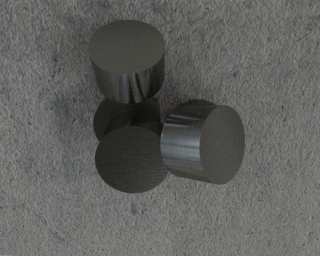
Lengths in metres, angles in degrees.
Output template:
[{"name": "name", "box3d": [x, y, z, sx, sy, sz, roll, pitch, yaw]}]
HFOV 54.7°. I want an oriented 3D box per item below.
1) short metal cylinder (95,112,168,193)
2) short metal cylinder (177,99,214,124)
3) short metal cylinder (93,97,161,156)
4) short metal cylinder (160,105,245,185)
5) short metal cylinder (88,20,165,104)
[{"name": "short metal cylinder", "box3d": [-0.029, 0.027, 0.353, 0.081, 0.050, 0.079, 0, 110, -1]}, {"name": "short metal cylinder", "box3d": [0.051, 0.008, 0.401, 0.081, 0.050, 0.079, 0, 110, -1]}, {"name": "short metal cylinder", "box3d": [-0.039, -0.011, 0.393, 0.081, 0.050, 0.079, 0, 110, -1]}, {"name": "short metal cylinder", "box3d": [0.047, 0.016, 0.327, 0.050, 0.081, 0.080, 3, 118, 45]}, {"name": "short metal cylinder", "box3d": [-0.035, -0.074, 0.347, 0.081, 0.080, 0.050, 0, 149, -1]}]
